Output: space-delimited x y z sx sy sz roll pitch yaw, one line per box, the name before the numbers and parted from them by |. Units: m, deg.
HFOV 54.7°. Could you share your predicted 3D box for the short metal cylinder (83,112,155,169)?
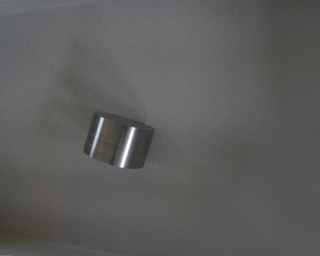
short metal cylinder | -0.052 0.014 0.399 0.080 0.080 0.050 19 96 18
